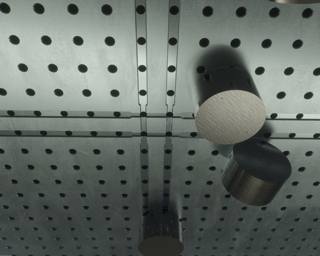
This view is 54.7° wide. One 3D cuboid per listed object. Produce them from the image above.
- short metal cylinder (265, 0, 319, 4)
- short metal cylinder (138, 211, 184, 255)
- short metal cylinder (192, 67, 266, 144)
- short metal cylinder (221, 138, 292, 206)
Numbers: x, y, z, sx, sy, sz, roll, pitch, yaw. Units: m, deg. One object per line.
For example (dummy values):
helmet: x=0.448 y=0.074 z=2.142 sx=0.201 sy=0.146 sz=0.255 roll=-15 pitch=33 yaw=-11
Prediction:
short metal cylinder: x=0.114 y=-0.142 z=0.256 sx=0.080 sy=0.080 sz=0.050 roll=-2 pitch=130 yaw=1
short metal cylinder: x=0.002 y=0.194 z=0.561 sx=0.081 sy=0.050 sz=0.079 roll=0 pitch=130 yaw=0
short metal cylinder: x=0.081 y=-0.026 z=0.374 sx=0.081 sy=0.050 sz=0.079 roll=0 pitch=130 yaw=0
short metal cylinder: x=0.131 y=0.059 z=0.427 sx=0.081 sy=0.080 sz=0.050 roll=9 pitch=130 yaw=-8
